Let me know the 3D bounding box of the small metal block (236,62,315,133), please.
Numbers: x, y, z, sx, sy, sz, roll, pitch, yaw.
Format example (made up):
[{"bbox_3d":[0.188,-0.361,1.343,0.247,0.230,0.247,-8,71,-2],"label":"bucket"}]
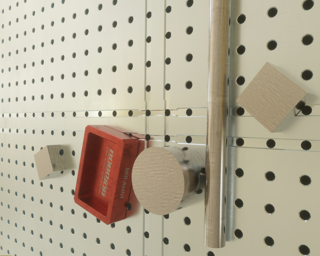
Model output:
[{"bbox_3d":[0.115,-0.031,0.314,0.050,0.025,0.050,49,119,28],"label":"small metal block"}]

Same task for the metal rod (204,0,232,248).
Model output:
[{"bbox_3d":[0.066,-0.016,0.353,0.025,0.025,0.298,2,91,39],"label":"metal rod"}]

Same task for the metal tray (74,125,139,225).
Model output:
[{"bbox_3d":[-0.084,0.068,0.472,0.090,0.030,0.129,19,102,38],"label":"metal tray"}]

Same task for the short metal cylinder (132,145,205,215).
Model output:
[{"bbox_3d":[0.012,0.062,0.382,0.080,0.050,0.079,0,90,39],"label":"short metal cylinder"}]

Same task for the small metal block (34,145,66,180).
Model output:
[{"bbox_3d":[-0.206,0.064,0.576,0.050,0.025,0.050,-30,71,35],"label":"small metal block"}]
